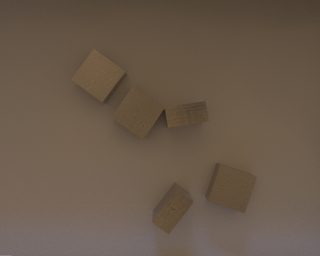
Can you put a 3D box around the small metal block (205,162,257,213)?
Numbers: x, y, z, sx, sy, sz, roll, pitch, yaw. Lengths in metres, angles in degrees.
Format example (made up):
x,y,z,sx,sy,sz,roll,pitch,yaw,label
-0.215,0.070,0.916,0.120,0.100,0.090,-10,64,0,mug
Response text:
x,y,z,sx,sy,sz,roll,pitch,yaw,label
0.094,0.079,0.413,0.050,0.025,0.050,19,90,-1,small metal block

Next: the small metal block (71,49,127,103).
x,y,z,sx,sy,sz,roll,pitch,yaw,label
-0.080,-0.067,0.410,0.050,0.025,0.050,36,90,-1,small metal block

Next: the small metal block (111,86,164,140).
x,y,z,sx,sy,sz,roll,pitch,yaw,label
-0.028,-0.020,0.411,0.050,0.025,0.050,33,90,0,small metal block

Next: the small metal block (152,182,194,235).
x,y,z,sx,sy,sz,roll,pitch,yaw,label
0.016,0.102,0.399,0.025,0.050,0.050,37,90,-1,small metal block

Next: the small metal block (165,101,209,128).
x,y,z,sx,sy,sz,roll,pitch,yaw,label
0.032,-0.017,0.399,0.050,0.050,0.025,-9,90,-1,small metal block
